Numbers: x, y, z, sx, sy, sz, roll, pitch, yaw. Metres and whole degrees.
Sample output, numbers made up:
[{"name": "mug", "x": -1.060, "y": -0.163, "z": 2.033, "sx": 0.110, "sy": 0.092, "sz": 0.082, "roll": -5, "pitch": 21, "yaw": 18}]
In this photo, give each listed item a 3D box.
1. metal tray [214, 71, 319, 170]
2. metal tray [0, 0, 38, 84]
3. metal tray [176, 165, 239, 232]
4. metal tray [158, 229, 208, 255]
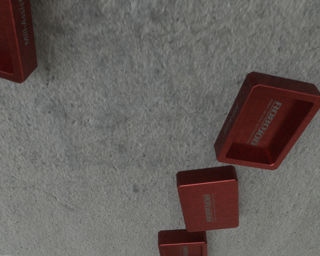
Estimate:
[{"name": "metal tray", "x": 0.135, "y": -0.003, "z": 0.402, "sx": 0.091, "sy": 0.030, "sz": 0.129, "roll": 10, "pitch": 130, "yaw": -9}, {"name": "metal tray", "x": -0.168, "y": -0.109, "z": 0.284, "sx": 0.090, "sy": 0.030, "sz": 0.129, "roll": 17, "pitch": 137, "yaw": 0}, {"name": "metal tray", "x": 0.080, "y": 0.120, "z": 0.507, "sx": 0.090, "sy": 0.030, "sz": 0.129, "roll": -8, "pitch": 130, "yaw": 6}, {"name": "metal tray", "x": 0.048, "y": 0.251, "z": 0.618, "sx": 0.091, "sy": 0.030, "sz": 0.129, "roll": -5, "pitch": 130, "yaw": 4}]
